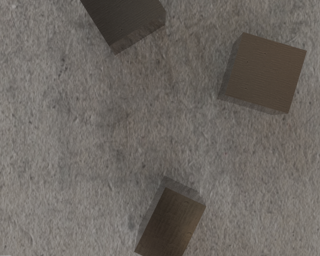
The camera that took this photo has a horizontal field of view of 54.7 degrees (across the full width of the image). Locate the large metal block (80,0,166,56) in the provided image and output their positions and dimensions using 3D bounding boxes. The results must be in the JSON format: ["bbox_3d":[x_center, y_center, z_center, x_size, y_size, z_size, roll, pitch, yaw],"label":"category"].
[{"bbox_3d":[-0.048,-0.153,0.397,0.080,0.050,0.080,-32,90,0],"label":"large metal block"}]

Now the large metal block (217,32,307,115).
[{"bbox_3d":[0.128,-0.067,0.399,0.080,0.050,0.080,16,90,-1],"label":"large metal block"}]

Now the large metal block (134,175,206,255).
[{"bbox_3d":[0.011,0.112,0.383,0.050,0.080,0.080,26,90,-1],"label":"large metal block"}]
